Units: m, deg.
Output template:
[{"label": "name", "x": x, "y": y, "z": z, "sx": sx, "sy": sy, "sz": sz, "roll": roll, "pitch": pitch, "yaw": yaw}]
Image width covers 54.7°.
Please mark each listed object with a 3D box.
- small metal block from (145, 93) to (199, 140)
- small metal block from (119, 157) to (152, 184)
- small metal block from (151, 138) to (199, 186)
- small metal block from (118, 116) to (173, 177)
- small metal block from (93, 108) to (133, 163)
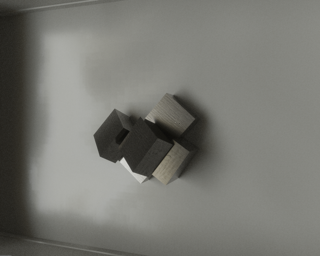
[{"label": "small metal block", "x": 0.014, "y": -0.010, "z": 0.403, "sx": 0.050, "sy": 0.025, "sz": 0.050, "roll": 44, "pitch": 103, "yaw": 14}, {"label": "small metal block", "x": -0.022, "y": 0.037, "z": 0.416, "sx": 0.050, "sy": 0.025, "sz": 0.050, "roll": 44, "pitch": 103, "yaw": 14}, {"label": "small metal block", "x": 0.019, "y": 0.040, "z": 0.388, "sx": 0.025, "sy": 0.050, "sz": 0.050, "roll": 37, "pitch": 102, "yaw": 16}, {"label": "small metal block", "x": -0.019, "y": 0.022, "z": 0.375, "sx": 0.050, "sy": 0.025, "sz": 0.050, "roll": -54, "pitch": 41, "yaw": 12}, {"label": "small metal block", "x": -0.060, "y": 0.010, "z": 0.416, "sx": 0.050, "sy": 0.025, "sz": 0.050, "roll": -49, "pitch": 37, "yaw": 13}]
